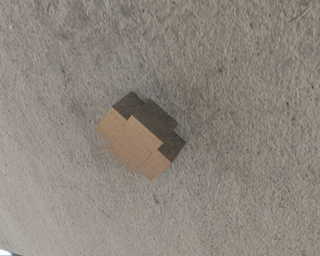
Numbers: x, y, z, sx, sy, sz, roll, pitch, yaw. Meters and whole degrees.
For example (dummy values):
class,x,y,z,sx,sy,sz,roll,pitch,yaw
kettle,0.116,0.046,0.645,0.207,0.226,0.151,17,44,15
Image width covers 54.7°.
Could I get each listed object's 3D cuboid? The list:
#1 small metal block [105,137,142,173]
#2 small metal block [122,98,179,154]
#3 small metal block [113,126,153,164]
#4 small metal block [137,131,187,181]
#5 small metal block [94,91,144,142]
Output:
class,x,y,z,sx,sy,sz,roll,pitch,yaw
small metal block,-0.038,0.024,0.425,0.050,0.050,0.025,43,129,-2
small metal block,-0.011,-0.004,0.393,0.050,0.050,0.025,42,129,-1
small metal block,-0.025,0.010,0.409,0.050,0.050,0.025,43,129,-2
small metal block,0.002,0.036,0.411,0.025,0.050,0.050,43,129,-2
small metal block,-0.052,-0.016,0.408,0.025,0.050,0.050,43,129,-2
